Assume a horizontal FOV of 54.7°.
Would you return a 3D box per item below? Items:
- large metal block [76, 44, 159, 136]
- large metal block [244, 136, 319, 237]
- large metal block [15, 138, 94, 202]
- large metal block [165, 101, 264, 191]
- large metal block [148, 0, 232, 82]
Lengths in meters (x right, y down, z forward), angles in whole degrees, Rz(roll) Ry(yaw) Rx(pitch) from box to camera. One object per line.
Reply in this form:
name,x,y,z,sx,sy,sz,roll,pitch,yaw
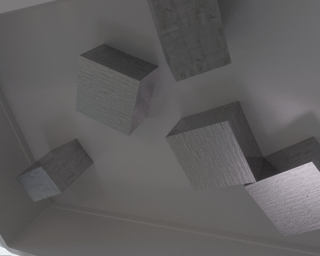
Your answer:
large metal block,-0.056,-0.049,0.392,0.080,0.050,0.079,25,127,13
large metal block,0.157,0.068,0.352,0.080,0.050,0.080,-33,100,38
large metal block,-0.171,0.069,0.506,0.080,0.080,0.050,-22,106,36
large metal block,0.067,0.023,0.372,0.080,0.050,0.080,-17,110,35
large metal block,0.022,-0.098,0.289,0.050,0.080,0.080,-18,114,3
